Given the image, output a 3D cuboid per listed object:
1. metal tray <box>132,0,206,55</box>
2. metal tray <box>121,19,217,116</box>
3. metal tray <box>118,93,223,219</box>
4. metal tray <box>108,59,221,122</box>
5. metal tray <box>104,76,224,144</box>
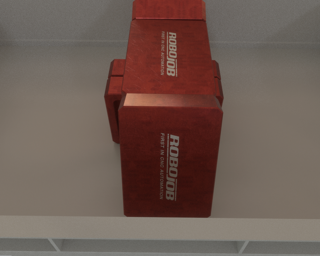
[{"bbox_3d":[0.011,-0.124,0.438,0.091,0.130,0.030,1,71,0],"label":"metal tray"},{"bbox_3d":[0.009,-0.072,0.343,0.091,0.030,0.130,1,50,0],"label":"metal tray"},{"bbox_3d":[0.009,0.032,0.306,0.091,0.129,0.030,1,28,0],"label":"metal tray"},{"bbox_3d":[0.005,-0.043,0.397,0.131,0.090,0.030,1,50,0],"label":"metal tray"},{"bbox_3d":[0.005,-0.019,0.378,0.131,0.090,0.030,1,50,0],"label":"metal tray"}]
